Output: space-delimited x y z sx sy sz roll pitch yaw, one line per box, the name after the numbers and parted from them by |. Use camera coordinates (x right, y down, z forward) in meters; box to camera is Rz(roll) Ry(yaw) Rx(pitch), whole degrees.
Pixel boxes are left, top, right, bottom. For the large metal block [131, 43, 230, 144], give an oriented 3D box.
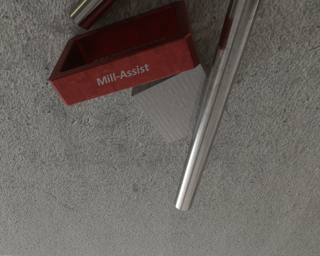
0.024 -0.038 0.359 0.080 0.050 0.080 -24 127 18 | large metal block

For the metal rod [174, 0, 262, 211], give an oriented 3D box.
0.053 -0.008 0.335 0.025 0.025 0.298 6 130 -5 | metal rod

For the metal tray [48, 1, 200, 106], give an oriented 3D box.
-0.033 -0.075 0.300 0.130 0.090 0.030 -15 129 11 | metal tray

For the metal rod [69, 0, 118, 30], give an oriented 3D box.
0.030 -0.187 0.248 0.299 0.025 0.025 -35 122 25 | metal rod
